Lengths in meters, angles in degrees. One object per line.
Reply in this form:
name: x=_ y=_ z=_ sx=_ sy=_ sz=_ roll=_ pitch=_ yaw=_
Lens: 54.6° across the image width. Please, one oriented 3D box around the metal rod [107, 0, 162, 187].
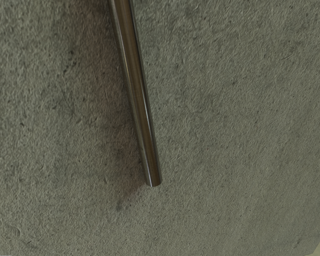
metal rod: x=-0.027 y=-0.045 z=0.363 sx=0.025 sy=0.025 sz=0.298 roll=-20 pitch=126 yaw=-16
